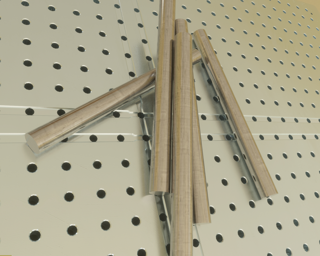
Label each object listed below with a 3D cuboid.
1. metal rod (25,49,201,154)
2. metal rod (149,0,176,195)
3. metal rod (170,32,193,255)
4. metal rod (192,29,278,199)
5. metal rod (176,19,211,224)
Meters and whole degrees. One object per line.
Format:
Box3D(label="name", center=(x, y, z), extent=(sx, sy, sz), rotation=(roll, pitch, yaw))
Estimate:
Box3D(label="metal rod", center=(-0.038, -0.052, 0.420), extent=(0.025, 0.025, 0.302), rotation=(50, 51, 6))
Box3D(label="metal rod", center=(0.006, -0.061, 0.421), extent=(0.025, 0.025, 0.299), rotation=(12, 65, -22))
Box3D(label="metal rod", center=(0.028, 0.011, 0.385), extent=(0.025, 0.025, 0.299), rotation=(11, 67, -23))
Box3D(label="metal rod", center=(0.111, -0.035, 0.491), extent=(0.025, 0.025, 0.299), rotation=(-4, 64, -30))
Box3D(label="metal rod", center=(0.039, -0.024, 0.424), extent=(0.025, 0.025, 0.299), rotation=(7, 65, -25))
